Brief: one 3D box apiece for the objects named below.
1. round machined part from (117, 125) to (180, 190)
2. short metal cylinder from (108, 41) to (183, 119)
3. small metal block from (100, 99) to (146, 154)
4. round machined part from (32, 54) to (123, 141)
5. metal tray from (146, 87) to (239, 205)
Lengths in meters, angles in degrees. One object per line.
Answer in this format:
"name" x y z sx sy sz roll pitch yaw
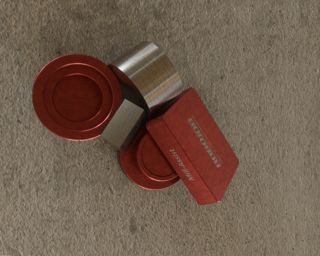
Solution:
"round machined part" -0.002 0.032 0.401 0.099 0.042 0.097 0 90 -21
"short metal cylinder" -0.019 -0.057 0.376 0.050 0.080 0.080 -40 103 -16
"small metal block" -0.041 0.000 0.364 0.025 0.050 0.050 31 79 7
"round machined part" -0.097 -0.034 0.366 0.099 0.042 0.097 0 90 -21
"metal tray" 0.048 0.022 0.403 0.130 0.030 0.090 56 42 -12
